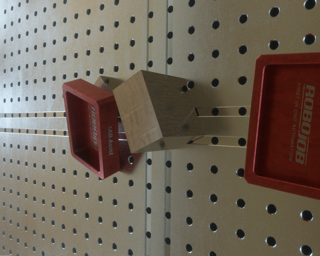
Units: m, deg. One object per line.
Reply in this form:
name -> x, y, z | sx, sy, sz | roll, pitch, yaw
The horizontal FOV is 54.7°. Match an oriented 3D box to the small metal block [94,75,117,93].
small metal block -> -0.085, -0.045, 0.480 | 0.050, 0.025, 0.050 | -48, 62, 29

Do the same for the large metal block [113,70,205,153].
large metal block -> -0.001, -0.018, 0.374 | 0.050, 0.081, 0.080 | -29, 72, 36

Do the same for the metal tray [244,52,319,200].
metal tray -> 0.134, -0.004, 0.295 | 0.090, 0.030, 0.129 | 8, 95, 39

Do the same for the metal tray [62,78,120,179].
metal tray -> -0.101, 0.002, 0.460 | 0.090, 0.030, 0.129 | 27, 128, 36
